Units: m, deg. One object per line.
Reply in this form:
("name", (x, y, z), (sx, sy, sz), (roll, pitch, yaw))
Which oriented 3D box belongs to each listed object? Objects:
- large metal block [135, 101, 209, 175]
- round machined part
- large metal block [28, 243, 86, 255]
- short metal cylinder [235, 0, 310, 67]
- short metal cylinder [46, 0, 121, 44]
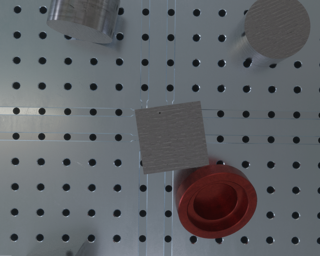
("large metal block", (0.015, 0.012, 0.401), (0.080, 0.050, 0.080), (-8, 90, 0))
("round machined part", (0.068, 0.088, 0.394), (0.099, 0.042, 0.097), (-3, 113, -7))
("large metal block", (-0.139, 0.192, 0.385), (0.080, 0.080, 0.050), (-13, 90, 0))
("short metal cylinder", (0.143, -0.124, 0.402), (0.081, 0.050, 0.080), (0, 90, 0))
("short metal cylinder", (-0.094, -0.143, 0.385), (0.080, 0.080, 0.050), (12, 90, 0))
